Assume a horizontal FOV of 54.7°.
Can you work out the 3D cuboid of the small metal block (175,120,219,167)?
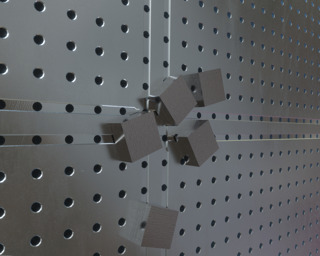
[{"bbox_3d":[0.056,0.022,0.459,0.050,0.025,0.050,-37,113,-34],"label":"small metal block"}]

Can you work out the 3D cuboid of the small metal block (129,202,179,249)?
[{"bbox_3d":[-0.007,0.128,0.406,0.050,0.025,0.050,24,75,-38],"label":"small metal block"}]

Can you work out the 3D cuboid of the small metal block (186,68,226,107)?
[{"bbox_3d":[0.071,-0.061,0.471,0.050,0.025,0.050,-19,102,-39],"label":"small metal block"}]

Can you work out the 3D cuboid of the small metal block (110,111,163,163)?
[{"bbox_3d":[-0.029,0.010,0.387,0.050,0.025,0.050,-24,105,-38],"label":"small metal block"}]

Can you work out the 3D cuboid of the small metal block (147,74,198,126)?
[{"bbox_3d":[0.018,-0.038,0.426,0.050,0.025,0.050,-48,119,-29],"label":"small metal block"}]
